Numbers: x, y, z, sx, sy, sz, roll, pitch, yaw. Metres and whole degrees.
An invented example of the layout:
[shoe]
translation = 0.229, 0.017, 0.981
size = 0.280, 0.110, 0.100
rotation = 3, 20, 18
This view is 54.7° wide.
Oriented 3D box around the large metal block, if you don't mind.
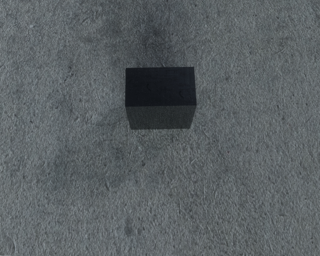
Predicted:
[large metal block]
translation = 0.000, -0.035, 0.393
size = 0.081, 0.080, 0.050
rotation = -1, 70, -1
